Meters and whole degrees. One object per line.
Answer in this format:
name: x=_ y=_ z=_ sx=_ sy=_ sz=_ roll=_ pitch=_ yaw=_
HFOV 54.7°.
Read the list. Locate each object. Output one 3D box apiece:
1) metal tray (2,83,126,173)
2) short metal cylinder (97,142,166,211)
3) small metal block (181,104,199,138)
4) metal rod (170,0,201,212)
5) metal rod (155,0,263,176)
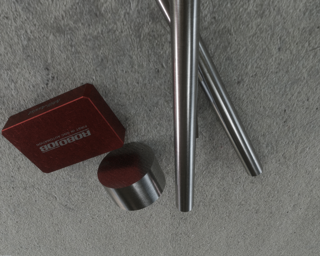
metal tray: x=-0.123 y=0.005 z=0.406 sx=0.130 sy=0.030 sz=0.090 roll=-20 pitch=128 yaw=16
short metal cylinder: x=-0.038 y=0.065 z=0.426 sx=0.080 sy=0.080 sz=0.050 roll=-14 pitch=129 yaw=11
small metal block: x=0.030 y=-0.022 z=0.373 sx=0.025 sy=0.050 sz=0.050 roll=-6 pitch=130 yaw=4
metal rod: x=0.027 y=-0.006 z=0.336 sx=0.025 sy=0.025 sz=0.298 roll=-3 pitch=130 yaw=2
metal rod: x=0.070 y=-0.038 z=0.375 sx=0.025 sy=0.025 sz=0.300 roll=-22 pitch=127 yaw=17
